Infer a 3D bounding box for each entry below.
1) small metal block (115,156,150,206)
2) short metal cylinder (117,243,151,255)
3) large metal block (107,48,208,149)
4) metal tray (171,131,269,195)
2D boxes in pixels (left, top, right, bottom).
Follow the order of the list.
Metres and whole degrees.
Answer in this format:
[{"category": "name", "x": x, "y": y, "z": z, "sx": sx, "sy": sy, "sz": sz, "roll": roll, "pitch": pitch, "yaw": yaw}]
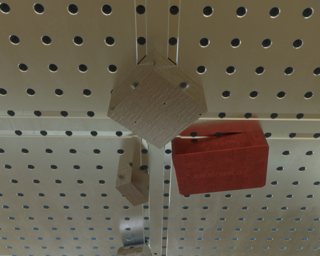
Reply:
[{"category": "small metal block", "x": -0.039, "y": 0.079, "z": 0.462, "sx": 0.025, "sy": 0.050, "sz": 0.050, "roll": -22, "pitch": 127, "yaw": 18}, {"category": "short metal cylinder", "x": -0.048, "y": 0.270, "z": 0.605, "sx": 0.050, "sy": 0.080, "sz": 0.080, "roll": -12, "pitch": 129, "yaw": 10}, {"category": "large metal block", "x": -0.003, "y": -0.032, "z": 0.368, "sx": 0.080, "sy": 0.050, "sz": 0.080, "roll": 34, "pitch": 122, "yaw": -26}, {"category": "metal tray", "x": 0.087, "y": 0.054, "z": 0.455, "sx": 0.131, "sy": 0.030, "sz": 0.090, "roll": -7, "pitch": 130, "yaw": 5}]
